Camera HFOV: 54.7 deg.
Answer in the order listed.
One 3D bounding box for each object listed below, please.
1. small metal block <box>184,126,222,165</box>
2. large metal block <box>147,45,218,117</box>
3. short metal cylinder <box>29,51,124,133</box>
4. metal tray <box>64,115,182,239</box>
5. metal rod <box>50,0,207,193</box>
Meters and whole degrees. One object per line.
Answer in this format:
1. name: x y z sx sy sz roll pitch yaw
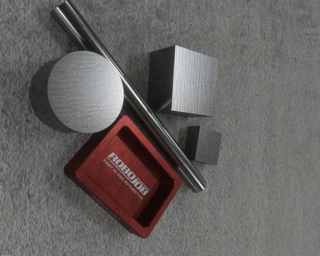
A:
1. small metal block: 0.064 0.027 0.463 0.050 0.025 0.050 17 79 -39
2. large metal block: 0.031 -0.058 0.418 0.081 0.050 0.080 6 87 -40
3. short metal cylinder: -0.085 -0.035 0.320 0.081 0.050 0.079 0 90 -40
4. metal tray: -0.038 0.059 0.373 0.130 0.030 0.090 52 60 -28
5. metal rod: -0.023 -0.020 0.388 0.025 0.025 0.300 -53 121 -27
